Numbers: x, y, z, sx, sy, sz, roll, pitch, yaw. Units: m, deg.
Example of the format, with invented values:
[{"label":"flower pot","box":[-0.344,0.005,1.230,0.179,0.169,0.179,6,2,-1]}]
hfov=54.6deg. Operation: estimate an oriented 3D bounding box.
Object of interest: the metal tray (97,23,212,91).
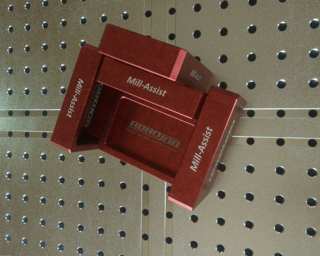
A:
[{"label":"metal tray","box":[0.001,-0.075,0.356,0.090,0.130,0.030,24,99,18]}]

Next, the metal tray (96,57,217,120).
[{"label":"metal tray","box":[0.001,-0.046,0.378,0.130,0.090,0.030,23,98,18]}]

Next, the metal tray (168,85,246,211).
[{"label":"metal tray","box":[0.057,0.021,0.357,0.030,0.090,0.129,23,98,18]}]

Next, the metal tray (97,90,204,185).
[{"label":"metal tray","box":[-0.010,0.011,0.413,0.130,0.030,0.090,23,98,18]}]

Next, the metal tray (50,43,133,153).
[{"label":"metal tray","box":[-0.085,-0.035,0.408,0.030,0.090,0.129,23,98,18]}]
